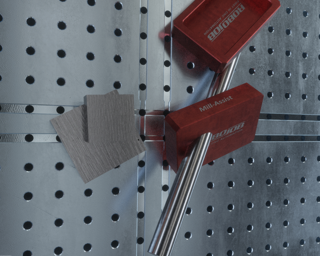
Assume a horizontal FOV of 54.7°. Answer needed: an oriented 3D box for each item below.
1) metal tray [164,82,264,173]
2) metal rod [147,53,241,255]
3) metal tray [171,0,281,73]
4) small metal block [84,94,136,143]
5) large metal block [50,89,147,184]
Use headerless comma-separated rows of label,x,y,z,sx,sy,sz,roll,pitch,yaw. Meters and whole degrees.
metal tray,0.071,0.002,0.411,0.131,0.030,0.089,-23,137,-19
metal rod,0.052,0.011,0.392,0.025,0.025,0.300,32,64,-18
metal tray,0.090,-0.150,0.427,0.090,0.030,0.130,41,76,8
small metal block,-0.055,-0.011,0.340,0.050,0.025,0.050,-3,91,-21
large metal block,-0.075,0.008,0.372,0.081,0.050,0.080,-28,100,-18
